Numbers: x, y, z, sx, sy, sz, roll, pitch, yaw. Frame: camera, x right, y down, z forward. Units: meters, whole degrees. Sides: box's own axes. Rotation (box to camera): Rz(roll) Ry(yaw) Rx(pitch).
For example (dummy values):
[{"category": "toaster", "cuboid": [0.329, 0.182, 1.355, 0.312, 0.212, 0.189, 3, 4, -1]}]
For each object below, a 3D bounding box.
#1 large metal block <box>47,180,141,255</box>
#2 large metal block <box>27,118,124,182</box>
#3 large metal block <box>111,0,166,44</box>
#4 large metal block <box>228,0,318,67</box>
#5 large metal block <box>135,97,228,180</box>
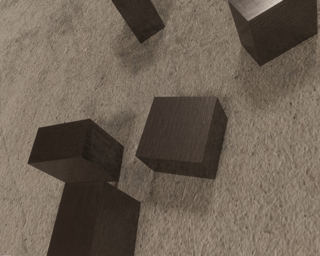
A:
[{"category": "large metal block", "cuboid": [-0.066, 0.109, 0.335, 0.050, 0.080, 0.080, -8, 58, 24]}, {"category": "large metal block", "cuboid": [-0.105, 0.035, 0.400, 0.080, 0.080, 0.050, -9, 58, 23]}, {"category": "large metal block", "cuboid": [-0.043, -0.202, 0.513, 0.050, 0.080, 0.080, -34, 52, 6]}, {"category": "large metal block", "cuboid": [0.139, -0.136, 0.378, 0.080, 0.080, 0.050, -30, 52, 8]}, {"category": "large metal block", "cuboid": [0.028, 0.010, 0.366, 0.080, 0.050, 0.080, 3, 63, 29]}]
